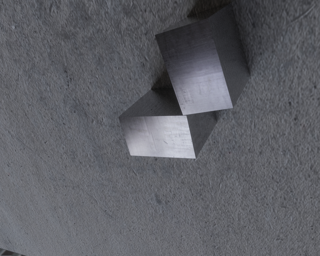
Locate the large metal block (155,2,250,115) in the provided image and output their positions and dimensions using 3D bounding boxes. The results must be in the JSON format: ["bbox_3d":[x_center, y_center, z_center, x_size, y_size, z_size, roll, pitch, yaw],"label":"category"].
[{"bbox_3d":[0.047,-0.069,0.304,0.050,0.080,0.080,-8,115,31],"label":"large metal block"}]

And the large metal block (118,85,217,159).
[{"bbox_3d":[0.013,-0.009,0.359,0.080,0.080,0.050,0,118,28],"label":"large metal block"}]
